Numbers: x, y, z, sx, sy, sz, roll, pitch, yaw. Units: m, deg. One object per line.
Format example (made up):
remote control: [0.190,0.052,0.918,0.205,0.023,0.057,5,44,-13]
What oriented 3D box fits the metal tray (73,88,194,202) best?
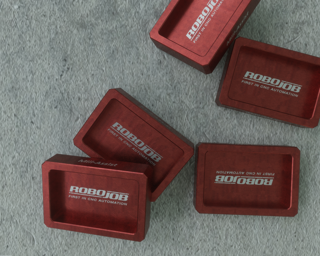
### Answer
metal tray: [-0.032,0.021,0.398,0.130,0.030,0.090,38,101,0]

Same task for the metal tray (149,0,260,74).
metal tray: [0.059,-0.145,0.392,0.090,0.030,0.130,34,90,20]

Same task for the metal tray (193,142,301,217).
metal tray: [0.112,0.066,0.408,0.131,0.030,0.089,2,90,0]

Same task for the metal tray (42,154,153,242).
metal tray: [-0.078,0.085,0.385,0.131,0.030,0.089,6,105,9]

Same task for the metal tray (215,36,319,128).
metal tray: [0.148,-0.058,0.408,0.131,0.030,0.090,15,90,0]
